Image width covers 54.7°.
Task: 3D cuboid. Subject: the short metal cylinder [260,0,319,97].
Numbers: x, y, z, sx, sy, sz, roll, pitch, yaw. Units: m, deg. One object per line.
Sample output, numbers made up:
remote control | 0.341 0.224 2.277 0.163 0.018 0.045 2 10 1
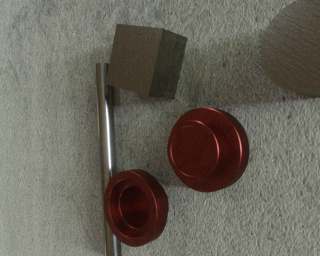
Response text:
short metal cylinder | 0.138 -0.069 0.275 0.080 0.050 0.080 0 90 40

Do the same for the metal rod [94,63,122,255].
metal rod | -0.079 0.051 0.469 0.025 0.025 0.298 -6 86 40

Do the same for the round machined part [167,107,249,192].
round machined part | 0.047 0.025 0.355 0.098 0.042 0.097 0 90 40

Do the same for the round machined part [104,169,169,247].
round machined part | -0.027 0.104 0.417 0.098 0.042 0.097 0 90 40

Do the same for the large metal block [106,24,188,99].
large metal block | -0.019 -0.087 0.404 0.080 0.050 0.079 20 103 38
